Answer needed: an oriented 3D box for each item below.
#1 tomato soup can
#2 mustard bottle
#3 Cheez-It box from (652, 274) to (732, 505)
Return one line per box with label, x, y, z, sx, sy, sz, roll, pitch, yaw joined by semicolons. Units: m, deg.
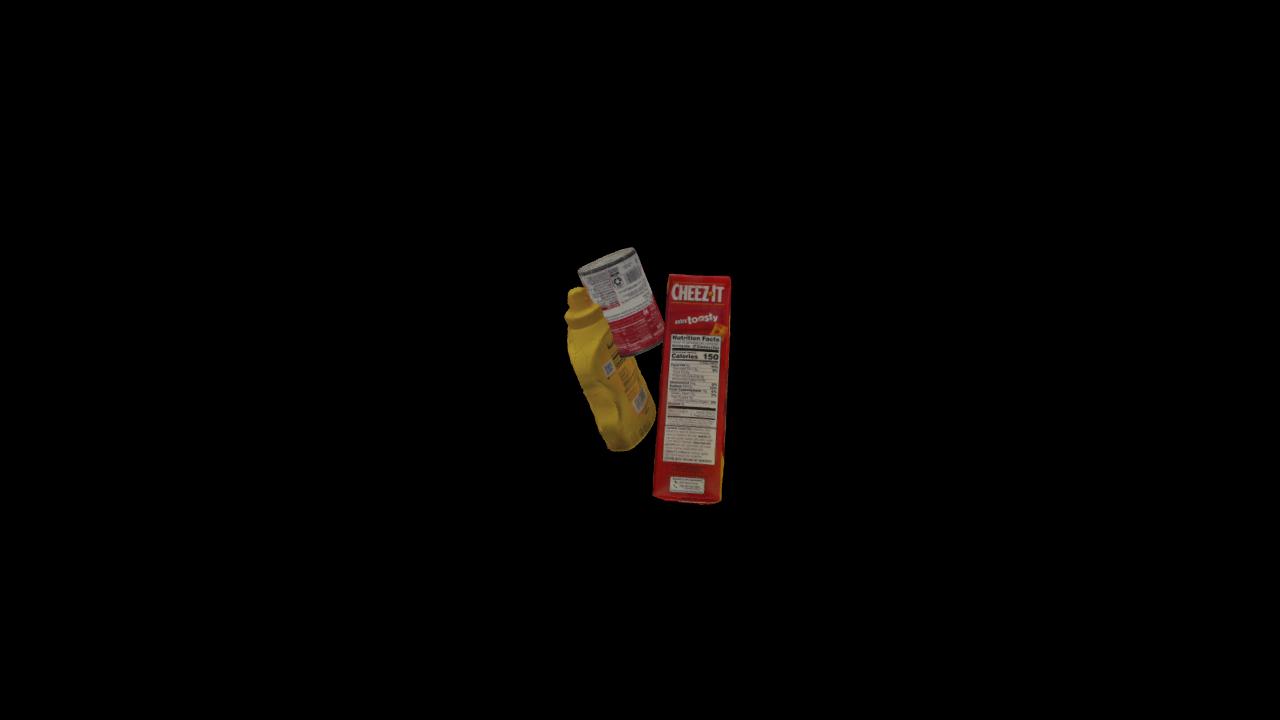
tomato soup can;-0.018;-0.061;0.655;0.068;0.101;0.068;-21;18;7
mustard bottle;-0.037;0.003;0.669;0.054;0.184;0.092;-3;33;31
Cheez-It box;0.059;0.039;0.658;0.071;0.223;0.166;4;-13;7
